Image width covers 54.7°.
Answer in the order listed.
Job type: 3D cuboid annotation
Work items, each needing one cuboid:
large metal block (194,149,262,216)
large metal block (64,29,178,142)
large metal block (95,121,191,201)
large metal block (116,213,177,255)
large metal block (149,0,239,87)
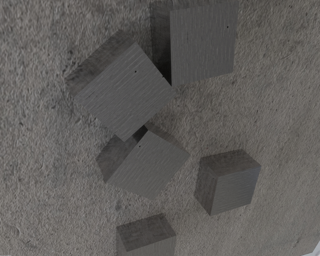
[{"bbox_3d":[0.108,0.087,0.503,0.081,0.050,0.079,-10,123,-24],"label":"large metal block"},{"bbox_3d":[-0.042,-0.045,0.340,0.080,0.050,0.080,-42,130,1],"label":"large metal block"},{"bbox_3d":[-0.022,0.038,0.402,0.080,0.050,0.080,32,100,-38],"label":"large metal block"},{"bbox_3d":[-0.024,0.193,0.497,0.081,0.050,0.079,-10,123,-23],"label":"large metal block"},{"bbox_3d":[0.037,-0.100,0.349,0.081,0.050,0.079,-16,125,-20],"label":"large metal block"}]
